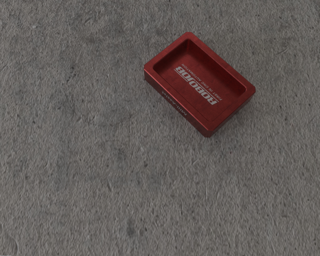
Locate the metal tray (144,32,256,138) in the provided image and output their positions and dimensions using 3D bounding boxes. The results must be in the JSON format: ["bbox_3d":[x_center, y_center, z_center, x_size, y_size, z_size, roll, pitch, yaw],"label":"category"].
[{"bbox_3d":[0.052,-0.062,0.428,0.090,0.030,0.130,-41,75,-14],"label":"metal tray"}]
